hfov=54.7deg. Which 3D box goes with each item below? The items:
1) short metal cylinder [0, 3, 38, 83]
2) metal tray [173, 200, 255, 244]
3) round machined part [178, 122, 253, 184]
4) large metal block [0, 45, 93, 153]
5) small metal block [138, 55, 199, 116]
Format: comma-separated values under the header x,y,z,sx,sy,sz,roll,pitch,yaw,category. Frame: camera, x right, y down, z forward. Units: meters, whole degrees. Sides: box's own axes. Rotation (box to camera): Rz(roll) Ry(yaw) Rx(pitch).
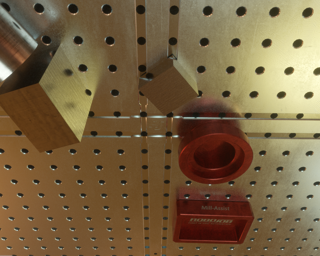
x,y,z,sx,sy,sz,roll,pitch,yaw,category
-0.171,-0.078,0.307,0.080,0.080,0.050,-26,126,20,short metal cylinder
0.091,0.169,0.553,0.131,0.030,0.089,3,130,-3,metal tray
0.074,0.030,0.427,0.099,0.042,0.097,0,130,0,round machined part
-0.123,-0.033,0.346,0.050,0.080,0.080,-15,129,12,large metal block
0.010,-0.050,0.369,0.050,0.025,0.050,-31,124,23,small metal block
